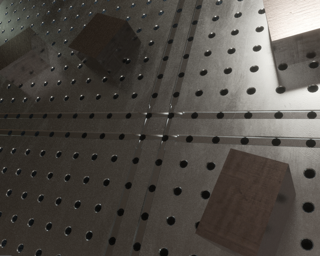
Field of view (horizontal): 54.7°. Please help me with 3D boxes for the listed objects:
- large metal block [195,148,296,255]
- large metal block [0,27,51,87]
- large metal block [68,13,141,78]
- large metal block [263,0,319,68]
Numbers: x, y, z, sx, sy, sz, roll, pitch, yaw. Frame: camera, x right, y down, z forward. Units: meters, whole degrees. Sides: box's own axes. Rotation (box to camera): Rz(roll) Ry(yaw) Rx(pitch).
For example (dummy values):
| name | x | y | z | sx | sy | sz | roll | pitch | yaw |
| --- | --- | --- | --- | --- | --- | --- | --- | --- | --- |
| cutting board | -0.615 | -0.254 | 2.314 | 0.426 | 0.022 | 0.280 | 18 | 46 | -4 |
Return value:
| name | x | y | z | sx | sy | sz | roll | pitch | yaw |
| --- | --- | --- | --- | --- | --- | --- | --- | --- | --- |
| large metal block | 0.083 | 0.076 | 0.282 | 0.050 | 0.080 | 0.080 | 15 | 69 | 34 |
| large metal block | -0.272 | -0.142 | 0.619 | 0.080 | 0.050 | 0.080 | -30 | 52 | 9 |
| large metal block | -0.094 | -0.142 | 0.527 | 0.080 | 0.050 | 0.080 | 28 | 77 | 37 |
| large metal block | 0.176 | -0.129 | 0.379 | 0.080 | 0.050 | 0.080 | -12 | 57 | 21 |
